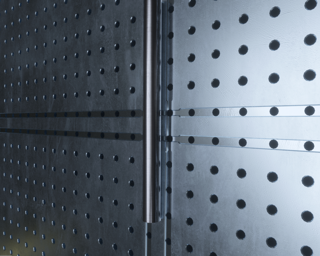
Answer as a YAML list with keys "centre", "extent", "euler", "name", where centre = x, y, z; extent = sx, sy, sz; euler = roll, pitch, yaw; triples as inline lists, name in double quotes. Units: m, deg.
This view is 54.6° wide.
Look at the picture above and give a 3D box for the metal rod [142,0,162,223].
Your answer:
- centre: [-0.011, -0.024, 0.420]
  extent: [0.025, 0.025, 0.298]
  euler: [1, 91, 40]
  name: "metal rod"
